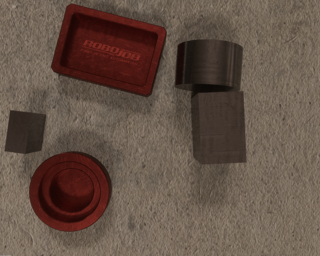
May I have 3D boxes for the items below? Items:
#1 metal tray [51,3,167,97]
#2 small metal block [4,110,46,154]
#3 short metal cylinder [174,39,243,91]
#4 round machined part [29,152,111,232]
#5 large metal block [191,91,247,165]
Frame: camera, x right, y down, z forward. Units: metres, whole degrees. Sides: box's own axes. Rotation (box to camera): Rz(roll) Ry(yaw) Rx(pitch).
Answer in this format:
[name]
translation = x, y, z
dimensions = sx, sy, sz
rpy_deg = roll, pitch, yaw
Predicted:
[metal tray]
translation = -0.065, -0.100, 0.406
dimensions = 0.131, 0.030, 0.089
rpy_deg = 14, 90, -1
[small metal block]
translation = -0.170, 0.005, 0.395
dimensions = 0.025, 0.050, 0.050
rpy_deg = 8, 90, 0
[short metal cylinder]
translation = 0.060, -0.074, 0.383
dimensions = 0.081, 0.080, 0.050
rpy_deg = 4, 90, -1
[round machined part]
translation = -0.111, 0.079, 0.400
dimensions = 0.099, 0.042, 0.097
rpy_deg = 0, 90, -1
[large metal block]
translation = 0.069, -0.001, 0.383
dimensions = 0.050, 0.080, 0.079
rpy_deg = -3, 90, 0
